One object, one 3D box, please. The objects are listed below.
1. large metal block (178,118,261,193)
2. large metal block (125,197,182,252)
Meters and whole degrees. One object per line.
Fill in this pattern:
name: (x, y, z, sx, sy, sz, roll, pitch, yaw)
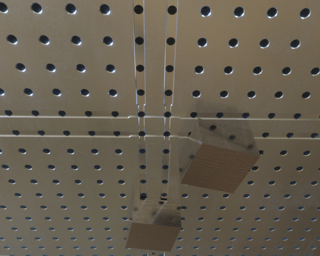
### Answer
large metal block: (0.078, 0.040, 0.431, 0.081, 0.050, 0.079, 13, 129, -11)
large metal block: (-0.013, 0.169, 0.539, 0.081, 0.050, 0.079, 9, 130, -8)
